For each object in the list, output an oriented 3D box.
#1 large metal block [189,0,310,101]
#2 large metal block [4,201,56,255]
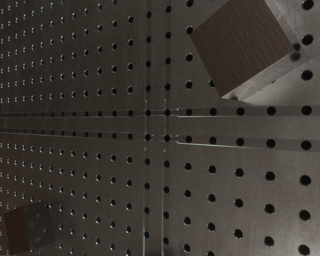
[{"bbox_3d":[0.089,-0.084,0.318,0.080,0.050,0.080,-34,69,34],"label":"large metal block"},{"bbox_3d":[-0.253,0.193,0.598,0.080,0.050,0.080,-26,74,36],"label":"large metal block"}]
